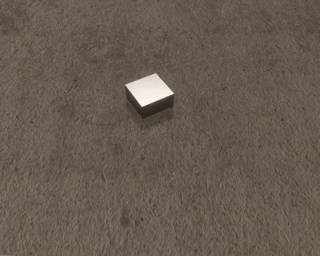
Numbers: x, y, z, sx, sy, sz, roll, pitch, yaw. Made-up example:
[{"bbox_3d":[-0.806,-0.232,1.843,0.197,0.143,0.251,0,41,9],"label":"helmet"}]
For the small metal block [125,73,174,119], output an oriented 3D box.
[{"bbox_3d":[-0.015,-0.046,0.442,0.050,0.025,0.050,-24,54,-19],"label":"small metal block"}]
